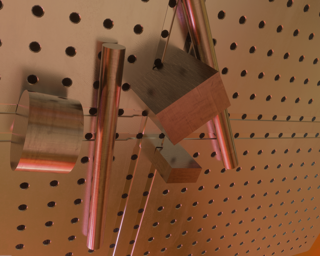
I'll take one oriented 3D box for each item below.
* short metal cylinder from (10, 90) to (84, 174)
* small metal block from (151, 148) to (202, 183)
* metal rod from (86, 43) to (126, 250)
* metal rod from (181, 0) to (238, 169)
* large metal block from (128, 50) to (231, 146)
[{"bbox_3d":[-0.117,0.005,0.316,0.050,0.080,0.079,10,113,-33],"label":"short metal cylinder"},{"bbox_3d":[0.023,0.053,0.443,0.050,0.050,0.025,5,116,-31],"label":"small metal block"},{"bbox_3d":[-0.074,0.043,0.398,0.025,0.025,0.298,-4,121,-27],"label":"metal rod"},{"bbox_3d":[0.074,-0.050,0.422,0.025,0.025,0.299,-30,129,-10],"label":"metal rod"},{"bbox_3d":[0.022,-0.039,0.365,0.080,0.080,0.050,-35,129,-5],"label":"large metal block"}]
